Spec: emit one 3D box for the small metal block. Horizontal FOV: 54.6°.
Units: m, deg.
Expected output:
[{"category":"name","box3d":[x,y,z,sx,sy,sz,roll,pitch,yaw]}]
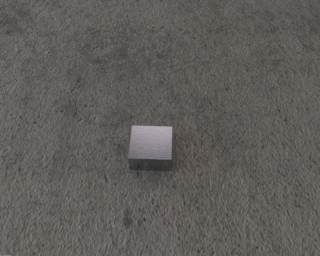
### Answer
[{"category":"small metal block","box3d":[-0.011,0.025,0.383,0.050,0.025,0.050,2,50,1]}]
